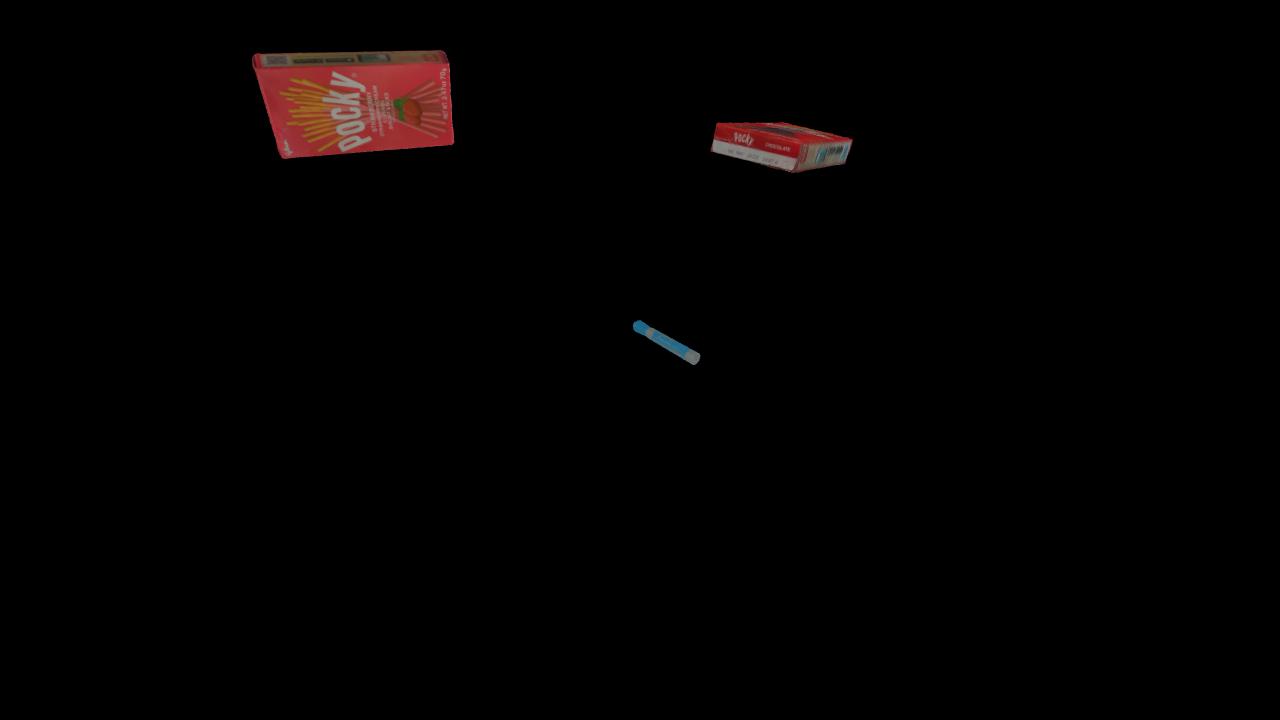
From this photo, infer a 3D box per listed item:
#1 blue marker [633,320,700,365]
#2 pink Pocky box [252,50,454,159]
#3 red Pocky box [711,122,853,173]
[{"bbox_3d":[0.036,-0.028,0.907,0.121,0.020,0.020,31,17,31],"label":"blue marker"},{"bbox_3d":[-0.248,-0.229,0.551,0.155,0.029,0.084,-13,-35,-23],"label":"pink Pocky box"},{"bbox_3d":[0.137,-0.203,0.578,0.083,0.028,0.155,23,29,26],"label":"red Pocky box"}]
